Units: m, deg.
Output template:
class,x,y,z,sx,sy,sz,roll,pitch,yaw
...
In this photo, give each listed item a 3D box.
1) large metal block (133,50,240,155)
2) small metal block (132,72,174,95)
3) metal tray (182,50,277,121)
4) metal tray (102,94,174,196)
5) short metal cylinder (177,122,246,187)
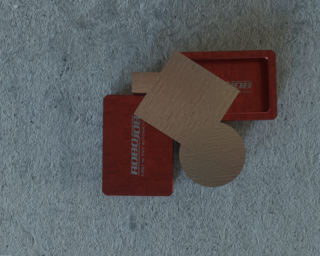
class,x,y,z,sx,sy,sz,roll,pitch,yaw
large metal block,0.028,-0.027,0.347,0.080,0.050,0.080,33,90,0
small metal block,-0.009,-0.055,0.399,0.050,0.050,0.025,1,90,0
metal tray,0.084,-0.054,0.409,0.131,0.030,0.089,-2,90,0
metal tray,-0.028,0.022,0.409,0.091,0.030,0.129,1,90,0
short metal cylinder,0.064,0.032,0.399,0.080,0.050,0.080,0,90,0
